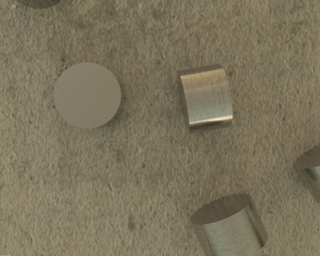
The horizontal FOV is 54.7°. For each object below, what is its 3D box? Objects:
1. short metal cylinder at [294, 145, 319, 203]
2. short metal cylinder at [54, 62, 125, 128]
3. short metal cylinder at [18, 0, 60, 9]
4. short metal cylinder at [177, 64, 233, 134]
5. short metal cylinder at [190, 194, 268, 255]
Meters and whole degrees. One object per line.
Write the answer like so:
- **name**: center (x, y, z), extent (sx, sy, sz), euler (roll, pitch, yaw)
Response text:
- **short metal cylinder**: center (0.219, 0.051, 0.386), extent (0.080, 0.080, 0.050), euler (-30, 90, 0)
- **short metal cylinder**: center (-0.087, -0.039, 0.396), extent (0.081, 0.050, 0.079), euler (0, 90, -1)
- **short metal cylinder**: center (-0.164, -0.201, 0.395), extent (0.081, 0.050, 0.079), euler (0, 90, -1)
- **short metal cylinder**: center (0.053, -0.036, 0.383), extent (0.050, 0.080, 0.080), euler (-10, 90, 0)
- **short metal cylinder**: center (0.085, 0.122, 0.384), extent (0.080, 0.080, 0.050), euler (-23, 90, 0)
